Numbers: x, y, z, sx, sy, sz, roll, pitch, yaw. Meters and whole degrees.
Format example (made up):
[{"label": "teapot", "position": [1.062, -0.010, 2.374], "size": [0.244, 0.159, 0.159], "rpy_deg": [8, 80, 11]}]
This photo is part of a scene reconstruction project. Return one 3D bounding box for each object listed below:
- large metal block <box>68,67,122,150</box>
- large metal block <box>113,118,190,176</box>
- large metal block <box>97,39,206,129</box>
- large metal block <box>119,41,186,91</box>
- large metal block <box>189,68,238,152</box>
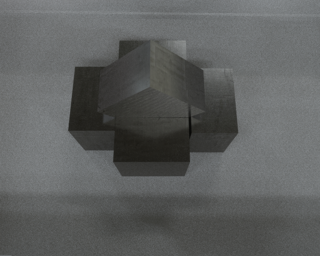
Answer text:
[{"label": "large metal block", "position": [-0.074, -0.021, 0.387], "size": [0.050, 0.080, 0.080], "rpy_deg": [0, 70, 0]}, {"label": "large metal block", "position": [-0.009, 0.025, 0.370], "size": [0.081, 0.080, 0.050], "rpy_deg": [0, 70, 0]}, {"label": "large metal block", "position": [-0.009, -0.040, 0.334], "size": [0.080, 0.080, 0.050], "rpy_deg": [19, 63, -42]}, {"label": "large metal block", "position": [-0.009, -0.069, 0.404], "size": [0.081, 0.080, 0.050], "rpy_deg": [0, 70, 0]}, {"label": "large metal block", "position": [0.059, -0.019, 0.384], "size": [0.050, 0.080, 0.080], "rpy_deg": [0, 70, 0]}]
